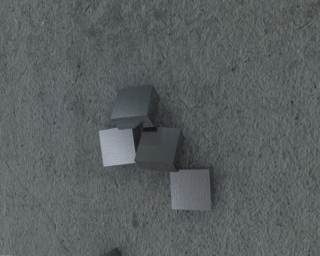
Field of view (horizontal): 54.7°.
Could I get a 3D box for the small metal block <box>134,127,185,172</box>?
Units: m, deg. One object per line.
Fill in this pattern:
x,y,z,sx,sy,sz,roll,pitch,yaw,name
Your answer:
0.000,0.027,0.397,0.050,0.025,0.050,2,58,20,small metal block

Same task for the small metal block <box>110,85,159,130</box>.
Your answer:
-0.032,-0.027,0.408,0.050,0.025,0.050,-5,54,19,small metal block

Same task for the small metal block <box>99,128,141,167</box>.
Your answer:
-0.053,0.025,0.428,0.050,0.025,0.050,-9,87,19,small metal block

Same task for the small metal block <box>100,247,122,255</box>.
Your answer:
-0.084,0.194,0.425,0.050,0.050,0.025,-33,80,17,small metal block

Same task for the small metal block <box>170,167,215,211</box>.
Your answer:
0.042,0.076,0.394,0.050,0.025,0.050,-3,89,20,small metal block
